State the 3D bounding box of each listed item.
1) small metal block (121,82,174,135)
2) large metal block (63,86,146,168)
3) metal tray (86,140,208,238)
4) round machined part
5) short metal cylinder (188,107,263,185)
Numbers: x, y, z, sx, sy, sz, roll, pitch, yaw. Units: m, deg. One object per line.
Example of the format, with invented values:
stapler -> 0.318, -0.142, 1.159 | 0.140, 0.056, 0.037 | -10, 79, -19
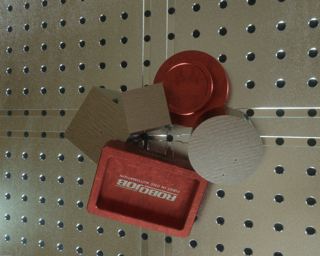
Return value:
small metal block -> -0.014, -0.022, 0.368 | 0.050, 0.025, 0.050 | -13, 83, 8
large metal block -> -0.070, 0.000, 0.424 | 0.080, 0.050, 0.080 | 37, 102, 16
metal tray -> -0.015, 0.076, 0.385 | 0.131, 0.030, 0.089 | 16, 103, -3
round machined part -> 0.036, -0.050, 0.390 | 0.098, 0.042, 0.097 | 0, 90, 20
short metal cylinder -> 0.074, 0.019, 0.361 | 0.080, 0.050, 0.079 | 2, 104, 8
